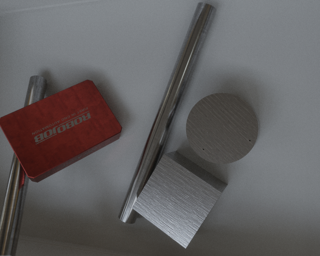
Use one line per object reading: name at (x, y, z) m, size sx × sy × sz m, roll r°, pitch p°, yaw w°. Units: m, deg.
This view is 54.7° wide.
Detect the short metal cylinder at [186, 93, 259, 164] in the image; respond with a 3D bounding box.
short metal cylinder at (0.077, 0.000, 0.370) m, size 0.080 × 0.050 × 0.079 m, roll 0°, pitch 90°, yaw 19°

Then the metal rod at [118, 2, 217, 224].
metal rod at (0.007, -0.014, 0.407) m, size 0.025 × 0.025 × 0.298 m, roll 23°, pitch 97°, yaw 18°

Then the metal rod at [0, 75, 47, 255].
metal rod at (-0.184, 0.059, 0.407) m, size 0.025 × 0.025 × 0.299 m, roll -12°, pitch 61°, yaw 19°

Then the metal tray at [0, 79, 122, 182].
metal tray at (-0.129, 0.001, 0.413) m, size 0.131 × 0.030 × 0.090 m, roll -29°, pitch 78°, yaw -21°

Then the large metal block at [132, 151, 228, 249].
large metal block at (0.026, 0.085, 0.388) m, size 0.080 × 0.050 × 0.080 m, roll 33°, pitch 100°, yaw 16°
